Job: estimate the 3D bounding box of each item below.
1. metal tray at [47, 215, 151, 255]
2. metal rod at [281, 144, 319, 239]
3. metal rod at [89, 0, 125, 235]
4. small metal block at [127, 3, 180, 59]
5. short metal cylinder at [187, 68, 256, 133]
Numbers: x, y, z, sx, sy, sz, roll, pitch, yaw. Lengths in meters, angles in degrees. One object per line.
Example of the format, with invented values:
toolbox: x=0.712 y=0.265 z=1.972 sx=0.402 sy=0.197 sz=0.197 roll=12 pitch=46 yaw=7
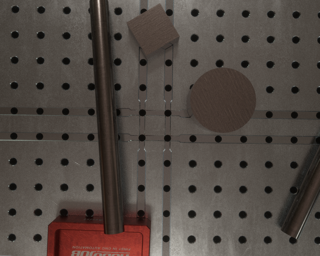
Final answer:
metal tray: x=-0.079 y=0.166 z=0.409 sx=0.131 sy=0.030 sz=0.089 roll=2 pitch=90 yaw=-1
metal rod: x=0.237 y=0.007 z=0.416 sx=0.025 sy=0.025 sz=0.299 roll=25 pitch=90 yaw=-1
metal rod: x=-0.069 y=-0.020 z=0.397 sx=0.025 sy=0.025 sz=0.298 roll=-5 pitch=84 yaw=-1
small metal block: x=-0.009 y=-0.128 z=0.413 sx=0.050 sy=0.025 sz=0.050 roll=-31 pitch=90 yaw=-1
short metal cylinder: x=0.077 y=-0.034 z=0.402 sx=0.081 sy=0.050 sz=0.079 roll=0 pitch=90 yaw=-1
